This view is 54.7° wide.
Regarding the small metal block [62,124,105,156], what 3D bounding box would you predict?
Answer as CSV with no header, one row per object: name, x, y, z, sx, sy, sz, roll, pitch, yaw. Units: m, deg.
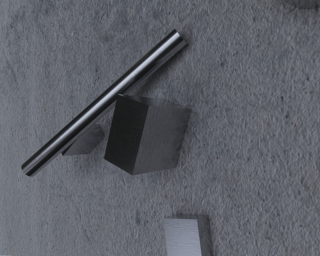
small metal block,-0.124,0.018,0.488,0.050,0.050,0.025,-43,64,31

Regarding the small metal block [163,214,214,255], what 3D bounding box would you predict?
small metal block,0.034,0.133,0.375,0.050,0.025,0.050,-11,83,39

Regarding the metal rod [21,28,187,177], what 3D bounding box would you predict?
metal rod,-0.086,-0.025,0.426,0.300,0.025,0.025,-38,66,17

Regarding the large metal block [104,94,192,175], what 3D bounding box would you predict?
large metal block,-0.014,0.006,0.379,0.050,0.081,0.079,23,104,37

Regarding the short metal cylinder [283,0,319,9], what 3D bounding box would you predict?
short metal cylinder,0.135,-0.155,0.277,0.080,0.050,0.079,0,90,39
